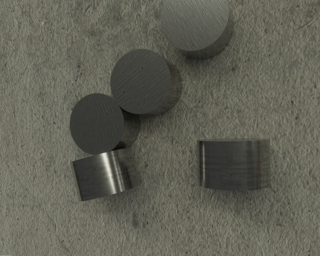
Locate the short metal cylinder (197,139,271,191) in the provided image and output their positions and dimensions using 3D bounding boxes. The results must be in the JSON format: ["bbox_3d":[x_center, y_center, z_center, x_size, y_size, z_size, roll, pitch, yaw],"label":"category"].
[{"bbox_3d":[0.082,0.038,0.351,0.080,0.080,0.050,-1,90,20],"label":"short metal cylinder"}]

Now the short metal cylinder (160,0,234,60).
[{"bbox_3d":[0.047,-0.129,0.379,0.080,0.050,0.080,0,90,20],"label":"short metal cylinder"}]

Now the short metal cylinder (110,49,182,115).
[{"bbox_3d":[-0.016,-0.057,0.401,0.080,0.050,0.080,0,90,20],"label":"short metal cylinder"}]

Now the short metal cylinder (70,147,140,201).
[{"bbox_3d":[-0.071,0.060,0.405,0.080,0.080,0.050,-16,85,19],"label":"short metal cylinder"}]

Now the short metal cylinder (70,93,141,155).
[{"bbox_3d":[-0.074,-0.005,0.422,0.080,0.050,0.080,0,90,20],"label":"short metal cylinder"}]
